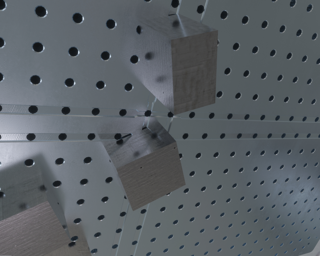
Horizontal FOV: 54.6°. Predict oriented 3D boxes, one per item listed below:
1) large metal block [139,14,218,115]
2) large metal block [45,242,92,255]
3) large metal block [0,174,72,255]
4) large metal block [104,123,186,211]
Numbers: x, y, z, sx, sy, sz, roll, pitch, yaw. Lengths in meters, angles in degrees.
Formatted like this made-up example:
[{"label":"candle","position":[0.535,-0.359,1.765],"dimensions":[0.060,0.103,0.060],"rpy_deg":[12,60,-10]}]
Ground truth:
[{"label":"large metal block","position":[0.018,-0.072,0.340],"dimensions":[0.050,0.080,0.080],"rpy_deg":[-17,125,-19]},{"label":"large metal block","position":[-0.150,0.212,0.444],"dimensions":[0.081,0.050,0.080],"rpy_deg":[13,112,-34]},{"label":"large metal block","position":[-0.164,0.115,0.376],"dimensions":[0.080,0.050,0.080],"rpy_deg":[-23,127,-15]},{"label":"large metal block","position":[-0.018,0.051,0.416],"dimensions":[0.080,0.050,0.080],"rpy_deg":[-24,127,-14]}]
